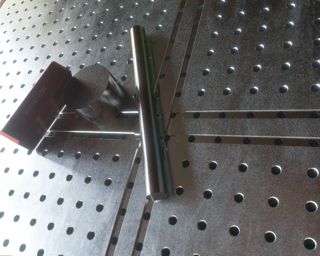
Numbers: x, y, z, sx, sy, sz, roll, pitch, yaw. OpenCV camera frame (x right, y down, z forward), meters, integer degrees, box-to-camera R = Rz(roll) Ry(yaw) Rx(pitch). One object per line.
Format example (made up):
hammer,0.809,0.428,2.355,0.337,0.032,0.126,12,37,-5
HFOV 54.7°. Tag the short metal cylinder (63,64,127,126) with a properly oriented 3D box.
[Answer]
short metal cylinder,-0.099,-0.050,0.475,0.080,0.050,0.080,-13,56,21

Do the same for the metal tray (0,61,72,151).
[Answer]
metal tray,-0.183,-0.031,0.482,0.030,0.090,0.130,31,75,-3

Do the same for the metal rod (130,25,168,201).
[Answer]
metal rod,-0.021,-0.043,0.445,0.025,0.025,0.299,-20,54,17
